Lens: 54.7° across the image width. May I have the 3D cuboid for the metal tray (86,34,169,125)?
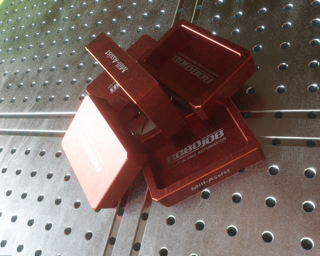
[{"bbox_3d":[-0.040,-0.074,0.469,0.130,0.030,0.090,-43,51,-2],"label":"metal tray"}]

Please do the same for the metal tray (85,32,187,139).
[{"bbox_3d":[-0.030,-0.052,0.373,0.030,0.090,0.130,-42,51,0],"label":"metal tray"}]

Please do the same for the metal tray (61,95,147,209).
[{"bbox_3d":[-0.078,0.028,0.403,0.090,0.030,0.130,-57,48,20],"label":"metal tray"}]

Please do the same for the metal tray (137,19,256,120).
[{"bbox_3d":[0.041,-0.079,0.392,0.090,0.030,0.130,-45,51,-4],"label":"metal tray"}]

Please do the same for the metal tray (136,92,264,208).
[{"bbox_3d":[0.041,0.024,0.366,0.130,0.030,0.090,-29,52,9],"label":"metal tray"}]
